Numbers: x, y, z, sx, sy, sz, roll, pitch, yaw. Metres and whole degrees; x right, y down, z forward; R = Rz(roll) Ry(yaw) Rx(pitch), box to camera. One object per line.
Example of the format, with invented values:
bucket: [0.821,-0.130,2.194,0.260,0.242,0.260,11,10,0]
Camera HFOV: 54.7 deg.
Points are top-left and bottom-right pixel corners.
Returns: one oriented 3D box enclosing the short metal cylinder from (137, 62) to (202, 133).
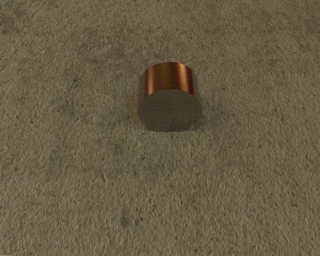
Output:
short metal cylinder: [0.012,-0.038,0.402,0.081,0.080,0.050,-1,50,-1]
